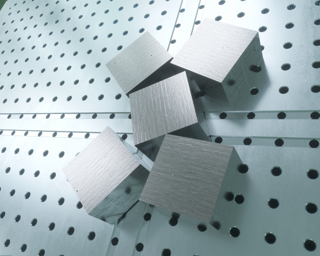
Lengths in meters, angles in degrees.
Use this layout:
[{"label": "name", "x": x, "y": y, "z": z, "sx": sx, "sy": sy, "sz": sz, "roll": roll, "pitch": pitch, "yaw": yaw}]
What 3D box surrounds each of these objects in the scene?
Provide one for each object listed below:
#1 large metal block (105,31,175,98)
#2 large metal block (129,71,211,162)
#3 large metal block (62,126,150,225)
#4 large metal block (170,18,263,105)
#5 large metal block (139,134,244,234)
[{"label": "large metal block", "x": -0.022, "y": -0.083, "z": 0.455, "sx": 0.080, "sy": 0.050, "sz": 0.080, "roll": -38, "pitch": 50, "yaw": 3}, {"label": "large metal block", "x": 0.011, "y": -0.014, "z": 0.395, "sx": 0.080, "sy": 0.050, "sz": 0.080, "roll": -20, "pitch": 54, "yaw": 16}, {"label": "large metal block", "x": -0.063, "y": 0.058, "z": 0.388, "sx": 0.080, "sy": 0.050, "sz": 0.080, "roll": -44, "pitch": 51, "yaw": -3}, {"label": "large metal block", "x": 0.075, "y": -0.089, "z": 0.407, "sx": 0.080, "sy": 0.050, "sz": 0.080, "roll": 30, "pitch": 78, "yaw": 35}, {"label": "large metal block", "x": 0.036, "y": 0.059, "z": 0.338, "sx": 0.080, "sy": 0.050, "sz": 0.080, "roll": 10, "pitch": 66, "yaw": 32}]
